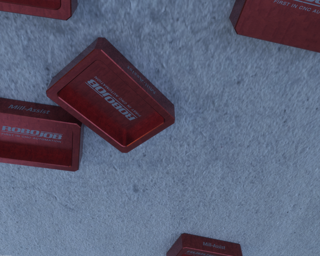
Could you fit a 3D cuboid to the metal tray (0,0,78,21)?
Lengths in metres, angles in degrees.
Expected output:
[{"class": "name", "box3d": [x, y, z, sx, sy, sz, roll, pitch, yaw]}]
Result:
[{"class": "metal tray", "box3d": [-0.142, -0.152, 0.271, 0.131, 0.030, 0.089, 6, 130, -6]}]

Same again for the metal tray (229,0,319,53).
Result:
[{"class": "metal tray", "box3d": [0.145, -0.125, 0.299, 0.131, 0.030, 0.089, 10, 130, -9]}]

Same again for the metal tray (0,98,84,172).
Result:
[{"class": "metal tray", "box3d": [-0.170, 0.010, 0.409, 0.131, 0.030, 0.089, 9, 130, -8]}]

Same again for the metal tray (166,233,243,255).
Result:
[{"class": "metal tray", "box3d": [0.089, 0.260, 0.626, 0.131, 0.030, 0.089, 16, 128, -14]}]

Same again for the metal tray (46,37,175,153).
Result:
[{"class": "metal tray", "box3d": [-0.055, -0.033, 0.375, 0.090, 0.030, 0.130, -33, 123, 24]}]
